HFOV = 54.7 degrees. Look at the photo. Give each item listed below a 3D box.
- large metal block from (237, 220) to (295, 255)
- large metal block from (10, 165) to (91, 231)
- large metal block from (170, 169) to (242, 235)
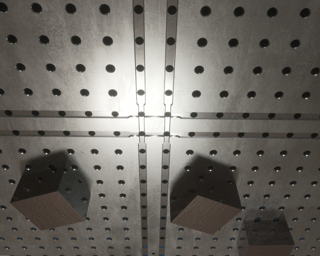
[{"bbox_3d":[0.196,0.219,0.585,0.081,0.050,0.079,-1,130,0],"label":"large metal block"},{"bbox_3d":[-0.168,0.112,0.488,0.080,0.050,0.080,-16,129,12],"label":"large metal block"},{"bbox_3d":[0.071,0.122,0.500,0.080,0.050,0.080,22,127,-18],"label":"large metal block"}]
